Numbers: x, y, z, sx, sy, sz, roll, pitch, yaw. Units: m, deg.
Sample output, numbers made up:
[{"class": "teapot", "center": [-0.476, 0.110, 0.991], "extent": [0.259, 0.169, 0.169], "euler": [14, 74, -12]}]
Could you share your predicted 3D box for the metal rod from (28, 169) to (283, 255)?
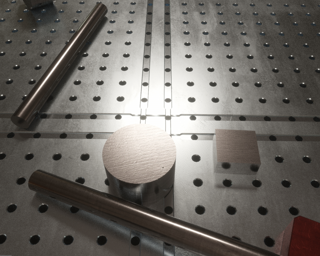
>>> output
[{"class": "metal rod", "center": [-0.005, 0.095, 0.306], "extent": [0.301, 0.025, 0.025], "euler": [14, 51, 19]}]

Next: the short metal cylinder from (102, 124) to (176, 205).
[{"class": "short metal cylinder", "center": [-0.022, 0.041, 0.356], "extent": [0.081, 0.050, 0.080], "euler": [0, 50, 0]}]

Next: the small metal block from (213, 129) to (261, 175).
[{"class": "small metal block", "center": [0.093, 0.029, 0.384], "extent": [0.050, 0.025, 0.050], "euler": [3, 50, 2]}]

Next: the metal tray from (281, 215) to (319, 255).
[{"class": "metal tray", "center": [0.152, 0.155, 0.276], "extent": [0.090, 0.030, 0.130], "euler": [19, 52, 15]}]

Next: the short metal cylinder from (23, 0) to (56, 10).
[{"class": "short metal cylinder", "center": [-0.246, -0.279, 0.603], "extent": [0.050, 0.080, 0.080], "euler": [-30, 57, -23]}]

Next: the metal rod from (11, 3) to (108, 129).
[{"class": "metal rod", "center": [-0.150, -0.119, 0.505], "extent": [0.025, 0.025, 0.300], "euler": [11, 51, 9]}]
